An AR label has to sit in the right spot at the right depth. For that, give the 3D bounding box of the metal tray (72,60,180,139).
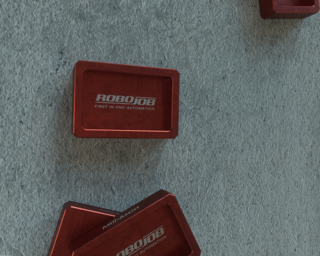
[{"bbox_3d":[-0.042,-0.032,0.390,0.131,0.030,0.089,1,90,-20],"label":"metal tray"}]

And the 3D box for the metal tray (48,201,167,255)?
[{"bbox_3d":[-0.065,0.150,0.382,0.131,0.030,0.090,19,84,-19],"label":"metal tray"}]

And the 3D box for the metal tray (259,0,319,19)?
[{"bbox_3d":[0.194,-0.238,0.477,0.091,0.030,0.129,-8,93,-20],"label":"metal tray"}]

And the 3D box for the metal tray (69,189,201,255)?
[{"bbox_3d":[-0.026,0.143,0.364,0.131,0.030,0.090,-27,99,-18],"label":"metal tray"}]
